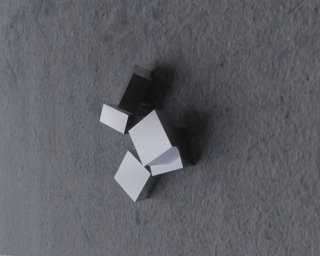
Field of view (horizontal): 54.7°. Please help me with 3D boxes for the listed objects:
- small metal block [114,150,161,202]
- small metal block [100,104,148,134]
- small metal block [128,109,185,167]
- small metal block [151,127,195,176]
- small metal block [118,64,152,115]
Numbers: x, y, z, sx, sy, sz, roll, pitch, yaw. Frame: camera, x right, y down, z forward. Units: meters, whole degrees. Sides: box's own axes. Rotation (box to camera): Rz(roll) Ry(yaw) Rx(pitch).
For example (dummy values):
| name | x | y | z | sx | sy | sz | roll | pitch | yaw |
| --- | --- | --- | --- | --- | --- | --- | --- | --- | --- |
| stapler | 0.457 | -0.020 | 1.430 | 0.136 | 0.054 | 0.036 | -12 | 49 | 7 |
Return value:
| name | x | y | z | sx | sy | sz | roll | pitch | yaw |
| --- | --- | --- | --- | --- | --- | --- | --- | --- | --- |
| small metal block | -0.031 | 0.065 | 0.428 | 0.050 | 0.025 | 0.050 | 42 | 115 | 31 |
| small metal block | -0.045 | -0.013 | 0.423 | 0.050 | 0.050 | 0.025 | 25 | 106 | 37 |
| small metal block | -0.005 | 0.013 | 0.375 | 0.050 | 0.025 | 0.050 | -38 | 67 | 33 |
| small metal block | 0.011 | 0.030 | 0.394 | 0.050 | 0.025 | 0.050 | -22 | 77 | 37 |
| small metal block | -0.033 | -0.053 | 0.412 | 0.050 | 0.025 | 0.050 | -62 | 14 | 21 |
